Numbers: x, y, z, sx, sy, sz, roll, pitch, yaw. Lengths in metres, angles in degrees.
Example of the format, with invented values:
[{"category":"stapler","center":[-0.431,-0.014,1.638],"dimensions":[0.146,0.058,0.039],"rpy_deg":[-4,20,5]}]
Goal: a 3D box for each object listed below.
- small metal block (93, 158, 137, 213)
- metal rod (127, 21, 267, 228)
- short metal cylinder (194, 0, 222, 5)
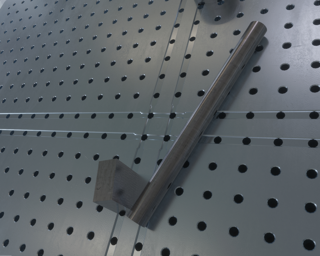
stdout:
[{"category":"small metal block","center":[-0.053,0.071,0.376],"dimensions":[0.025,0.050,0.050],"rpy_deg":[-11,57,22]},{"category":"metal rod","center":[0.053,-0.014,0.389],"dimensions":[0.025,0.025,0.300],"rpy_deg":[24,74,36]},{"category":"short metal cylinder","center":[0.082,-0.249,0.502],"dimensions":[0.080,0.050,0.080],"rpy_deg":[-13,56,21]}]
